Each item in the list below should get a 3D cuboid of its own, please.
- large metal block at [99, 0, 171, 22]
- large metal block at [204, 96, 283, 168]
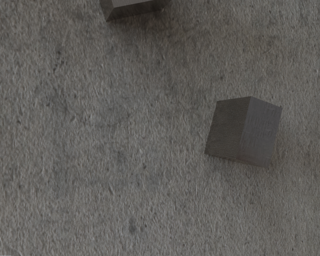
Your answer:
[{"bbox_3d":[-0.037,-0.187,0.383,0.081,0.050,0.080,-20,97,-19],"label":"large metal block"},{"bbox_3d":[0.110,0.006,0.422,0.050,0.080,0.080,17,84,-20],"label":"large metal block"}]
